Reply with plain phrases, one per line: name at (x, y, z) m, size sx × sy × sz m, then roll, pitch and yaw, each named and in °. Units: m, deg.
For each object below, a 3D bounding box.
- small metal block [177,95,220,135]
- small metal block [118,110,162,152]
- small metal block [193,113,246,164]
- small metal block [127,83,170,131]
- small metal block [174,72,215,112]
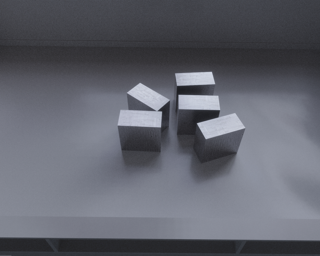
small metal block at (0.048, -0.016, 0.403) m, size 0.050 × 0.050 × 0.025 m, roll 1°, pitch 50°, yaw 1°
small metal block at (-0.023, 0.004, 0.385) m, size 0.050 × 0.050 × 0.025 m, roll 2°, pitch 51°, yaw 2°
small metal block at (0.071, 0.013, 0.379) m, size 0.050 × 0.050 × 0.025 m, roll -15°, pitch 52°, yaw -13°
small metal block at (-0.015, -0.024, 0.409) m, size 0.050 × 0.050 × 0.025 m, roll 32°, pitch 57°, yaw 24°
small metal block at (0.046, -0.050, 0.431) m, size 0.050 × 0.050 × 0.025 m, roll -3°, pitch 50°, yaw -3°
